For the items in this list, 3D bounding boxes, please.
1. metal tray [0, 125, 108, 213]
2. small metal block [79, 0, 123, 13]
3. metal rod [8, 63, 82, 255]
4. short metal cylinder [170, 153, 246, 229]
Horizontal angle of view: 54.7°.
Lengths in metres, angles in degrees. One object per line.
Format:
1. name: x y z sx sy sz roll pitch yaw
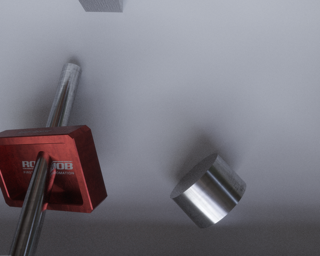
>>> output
1. metal tray: -0.131 0.046 0.352 0.130 0.030 0.089 -3 107 25
2. small metal block: -0.076 -0.171 0.398 0.050 0.050 0.025 1 90 -1
3. metal rod: -0.131 0.056 0.348 0.025 0.025 0.299 7 65 0
4. short metal cylinder: 0.059 0.077 0.385 0.080 0.080 0.050 -43 91 0
